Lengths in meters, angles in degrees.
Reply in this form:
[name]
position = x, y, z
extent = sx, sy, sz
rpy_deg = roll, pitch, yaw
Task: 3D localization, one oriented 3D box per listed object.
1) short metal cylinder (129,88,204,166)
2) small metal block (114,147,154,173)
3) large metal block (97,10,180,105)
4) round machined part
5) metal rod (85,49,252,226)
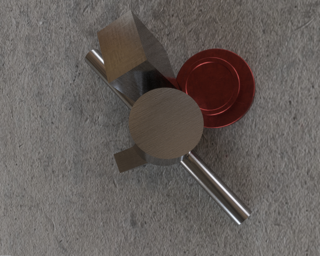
[short metal cylinder]
position = 0.005, 0.000, 0.355
extent = 0.081, 0.050, 0.080
rpy_deg = 1, 74, -4
[small metal block]
position = -0.024, 0.036, 0.405
extent = 0.050, 0.050, 0.025
rpy_deg = -22, 82, 18
[large metal block]
position = -0.025, -0.079, 0.378
extent = 0.050, 0.080, 0.080
rpy_deg = -28, 59, 19
[round machined part]
position = 0.064, -0.048, 0.377
extent = 0.098, 0.042, 0.097
rpy_deg = 0, 90, 19
[metal rod]
position = 0.002, 0.003, 0.409
extent = 0.025, 0.025, 0.300
rpy_deg = -47, 76, 14
